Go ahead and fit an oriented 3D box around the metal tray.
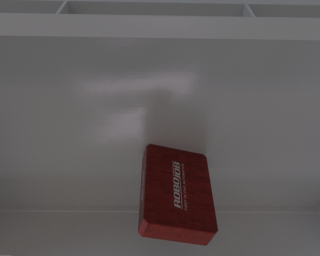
[{"bbox_3d":[0.021,0.083,0.411,0.091,0.130,0.030,12,129,-10],"label":"metal tray"}]
